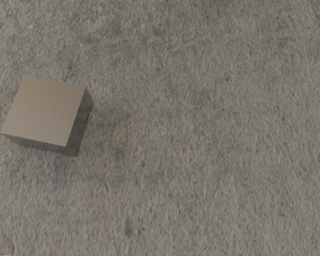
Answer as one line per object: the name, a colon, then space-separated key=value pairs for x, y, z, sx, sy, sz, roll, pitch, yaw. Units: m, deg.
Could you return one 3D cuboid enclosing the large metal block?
large metal block: x=-0.140 y=-0.014 z=0.398 sx=0.080 sy=0.050 sz=0.080 roll=12 pitch=70 yaw=4
